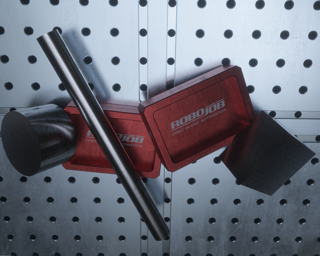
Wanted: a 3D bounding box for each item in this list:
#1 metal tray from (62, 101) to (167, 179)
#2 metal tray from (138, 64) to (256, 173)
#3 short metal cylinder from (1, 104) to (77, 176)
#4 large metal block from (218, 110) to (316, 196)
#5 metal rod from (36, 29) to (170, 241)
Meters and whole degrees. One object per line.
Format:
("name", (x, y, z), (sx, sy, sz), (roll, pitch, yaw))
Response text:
("metal tray", (-0.061, 0.016, 0.415), (0.131, 0.030, 0.089), (6, 110, -3))
("metal tray", (0.050, -0.013, 0.386), (0.131, 0.030, 0.090), (-25, 109, -9))
("short metal cylinder", (-0.150, 0.013, 0.384), (0.080, 0.050, 0.079), (10, 109, 33))
("large metal block", (0.137, 0.035, 0.395), (0.080, 0.050, 0.080), (25, 112, -42))
("metal rod", (-0.061, 0.023, 0.389), (0.025, 0.025, 0.299), (-24, 109, 8))
